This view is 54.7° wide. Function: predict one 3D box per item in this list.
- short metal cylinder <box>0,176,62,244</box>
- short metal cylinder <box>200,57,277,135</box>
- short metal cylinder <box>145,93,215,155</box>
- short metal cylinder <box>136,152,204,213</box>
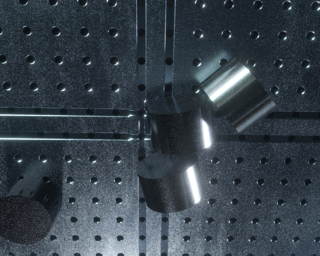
[{"bbox_3d":[-0.187,0.116,0.440,0.081,0.050,0.079,0,110,-1],"label":"short metal cylinder"},{"bbox_3d":[0.093,-0.038,0.371,0.050,0.080,0.080,-39,106,13],"label":"short metal cylinder"},{"bbox_3d":[0.026,-0.007,0.382,0.080,0.080,0.050,-9,110,3],"label":"short metal cylinder"},{"bbox_3d":[0.014,0.067,0.409,0.080,0.080,0.050,-12,110,4],"label":"short metal cylinder"}]
